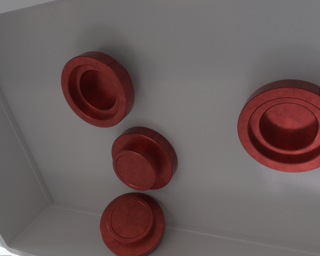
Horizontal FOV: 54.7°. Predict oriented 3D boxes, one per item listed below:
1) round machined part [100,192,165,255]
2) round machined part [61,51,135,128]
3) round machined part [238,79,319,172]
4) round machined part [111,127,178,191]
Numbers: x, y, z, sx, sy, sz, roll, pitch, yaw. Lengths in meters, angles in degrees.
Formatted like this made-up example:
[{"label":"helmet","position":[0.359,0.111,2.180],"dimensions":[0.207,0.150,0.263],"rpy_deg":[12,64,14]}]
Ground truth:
[{"label":"round machined part","position":[-0.042,0.143,0.467],"dimensions":[0.098,0.098,0.042],"rpy_deg":[20,150,16]},{"label":"round machined part","position":[-0.076,-0.053,0.405],"dimensions":[0.098,0.042,0.097],"rpy_deg":[13,124,21]},{"label":"round machined part","position":[0.135,-0.005,0.323],"dimensions":[0.098,0.042,0.097],"rpy_deg":[13,124,21]},{"label":"round machined part","position":[-0.028,0.051,0.444],"dimensions":[0.098,0.042,0.097],"rpy_deg":[13,124,21]}]
